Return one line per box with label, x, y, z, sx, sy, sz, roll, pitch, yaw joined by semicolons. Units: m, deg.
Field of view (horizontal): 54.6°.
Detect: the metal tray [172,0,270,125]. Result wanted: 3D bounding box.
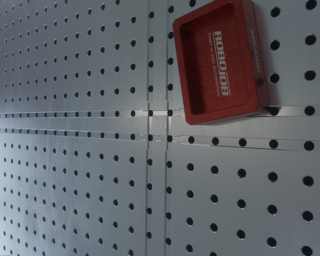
metal tray;0.066;-0.074;0.352;0.090;0.030;0.129;-12;82;39
